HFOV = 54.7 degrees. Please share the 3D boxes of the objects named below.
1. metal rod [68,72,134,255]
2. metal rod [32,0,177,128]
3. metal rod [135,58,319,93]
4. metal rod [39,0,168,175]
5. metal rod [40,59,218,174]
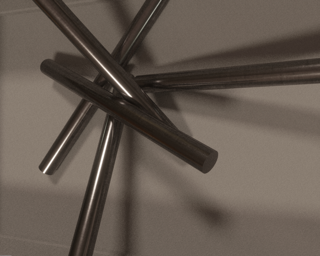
[{"bbox_3d":[-0.072,0.063,0.367,0.025,0.025,0.299,1,64,19],"label":"metal rod"},{"bbox_3d":[-0.070,-0.081,0.369,0.025,0.025,0.300,-39,103,16],"label":"metal rod"},{"bbox_3d":[0.099,-0.057,0.341,0.300,0.025,0.025,1,90,32],"label":"metal rod"},{"bbox_3d":[-0.086,-0.055,0.439,0.025,0.025,0.299,39,102,15],"label":"metal rod"},{"bbox_3d":[-0.060,-0.029,0.380,0.300,0.025,0.025,30,100,34],"label":"metal rod"}]
